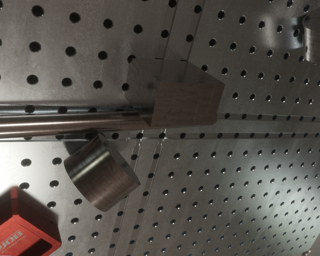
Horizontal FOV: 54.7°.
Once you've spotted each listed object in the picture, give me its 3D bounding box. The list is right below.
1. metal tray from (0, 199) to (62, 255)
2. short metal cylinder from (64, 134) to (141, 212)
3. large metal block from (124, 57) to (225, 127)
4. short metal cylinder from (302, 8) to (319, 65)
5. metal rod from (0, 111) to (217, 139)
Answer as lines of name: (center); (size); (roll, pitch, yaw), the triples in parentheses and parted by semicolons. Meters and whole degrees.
metal tray: (-0.206, 0.159, 0.393); (0.130, 0.030, 0.090); (-36, 130, -4)
short metal cylinder: (-0.068, 0.053, 0.372); (0.050, 0.080, 0.080); (-39, 130, -2)
large metal block: (0.013, -0.043, 0.358); (0.081, 0.080, 0.050); (-2, 120, -28)
short metal cylinder: (0.242, -0.130, 0.431); (0.080, 0.080, 0.050); (-29, 129, -10)
metal rod: (-0.060, -0.008, 0.374); (0.303, 0.025, 0.025); (-3, 120, -27)
